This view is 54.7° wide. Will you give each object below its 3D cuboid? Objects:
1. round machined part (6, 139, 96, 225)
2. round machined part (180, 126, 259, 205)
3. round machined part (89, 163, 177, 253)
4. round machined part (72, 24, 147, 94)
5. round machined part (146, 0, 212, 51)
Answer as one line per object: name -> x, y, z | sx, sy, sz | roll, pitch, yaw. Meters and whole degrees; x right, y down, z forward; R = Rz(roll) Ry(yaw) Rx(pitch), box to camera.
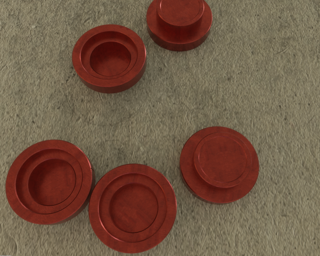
round machined part -> -0.127, 0.066, 0.374 | 0.099, 0.042, 0.098 | 0, 70, 0
round machined part -> 0.074, 0.043, 0.384 | 0.099, 0.042, 0.098 | 0, 70, 0
round machined part -> -0.030, 0.094, 0.364 | 0.099, 0.042, 0.098 | 0, 70, 0
round machined part -> -0.068, -0.092, 0.432 | 0.099, 0.042, 0.098 | 0, 70, 0
round machined part -> 0.029, -0.167, 0.460 | 0.099, 0.042, 0.098 | 0, 70, 0
